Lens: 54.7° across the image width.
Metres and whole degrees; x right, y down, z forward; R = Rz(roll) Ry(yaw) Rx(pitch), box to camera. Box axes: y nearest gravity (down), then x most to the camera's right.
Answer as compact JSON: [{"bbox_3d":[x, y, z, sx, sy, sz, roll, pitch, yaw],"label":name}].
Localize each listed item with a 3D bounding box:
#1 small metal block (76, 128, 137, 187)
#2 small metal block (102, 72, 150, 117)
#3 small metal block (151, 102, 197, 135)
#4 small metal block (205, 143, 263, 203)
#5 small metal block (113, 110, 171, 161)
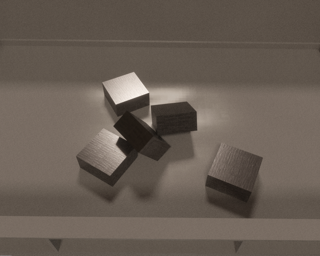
[{"bbox_3d":[-0.063,0.035,0.375,0.050,0.025,0.050,26,54,20],"label":"small metal block"},{"bbox_3d":[-0.049,-0.049,0.446,0.050,0.025,0.050,-22,54,-18],"label":"small metal block"},{"bbox_3d":[0.017,-0.014,0.402,0.050,0.025,0.050,-7,20,-7],"label":"small metal block"},{"bbox_3d":[0.087,0.051,0.363,0.050,0.025,0.050,20,53,16],"label":"small metal block"},{"bbox_3d":[-0.021,0.010,0.376,0.025,0.050,0.050,-49,60,4],"label":"small metal block"}]
